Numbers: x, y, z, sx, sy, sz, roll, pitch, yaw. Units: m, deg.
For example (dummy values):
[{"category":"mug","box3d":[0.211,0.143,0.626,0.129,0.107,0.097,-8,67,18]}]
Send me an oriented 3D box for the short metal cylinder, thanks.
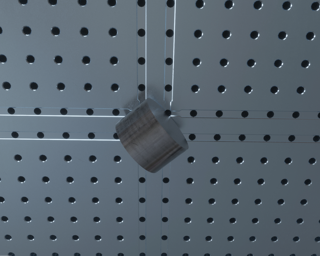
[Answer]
[{"category":"short metal cylinder","box3d":[-0.009,0.009,0.387,0.050,0.080,0.080,-38,106,13]}]
